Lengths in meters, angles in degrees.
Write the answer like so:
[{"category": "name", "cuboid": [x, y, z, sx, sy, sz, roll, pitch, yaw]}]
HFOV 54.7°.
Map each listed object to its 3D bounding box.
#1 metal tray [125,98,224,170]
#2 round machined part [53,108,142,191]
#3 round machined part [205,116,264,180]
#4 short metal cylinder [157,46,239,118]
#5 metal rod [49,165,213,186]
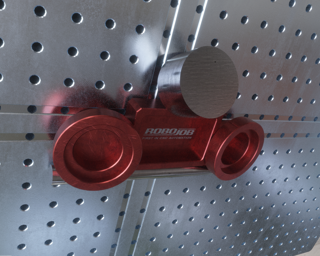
[{"category": "metal tray", "cuboid": [0.014, 0.009, 0.416, 0.131, 0.030, 0.089, 0, 119, -29]}, {"category": "round machined part", "cuboid": [-0.074, 0.022, 0.362, 0.099, 0.042, 0.097, -8, 118, -16]}, {"category": "round machined part", "cuboid": [0.105, 0.026, 0.463, 0.099, 0.042, 0.097, -19, 127, -27]}, {"category": "short metal cylinder", "cuboid": [0.044, -0.051, 0.364, 0.081, 0.050, 0.079, -1, 93, -29]}, {"category": "metal rod", "cuboid": [0.001, 0.059, 0.444, 0.303, 0.025, 0.025, 1, 118, -29]}]
